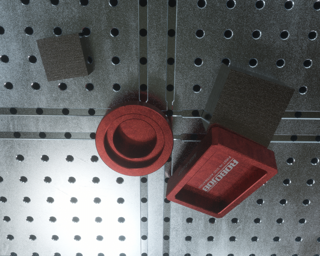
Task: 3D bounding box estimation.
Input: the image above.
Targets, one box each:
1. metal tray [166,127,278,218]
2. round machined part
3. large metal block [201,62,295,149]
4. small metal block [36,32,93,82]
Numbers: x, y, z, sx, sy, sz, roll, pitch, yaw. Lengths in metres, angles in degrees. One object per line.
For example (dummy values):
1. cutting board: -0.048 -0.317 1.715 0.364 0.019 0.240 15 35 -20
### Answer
1. metal tray: 0.076 0.064 0.406 0.090 0.030 0.129 23 131 -12
2. round machined part: -0.032 0.011 0.408 0.099 0.042 0.097 0 110 0
3. large metal block: 0.106 -0.029 0.390 0.080 0.050 0.079 16 109 -6
4. small metal block: -0.116 -0.088 0.380 0.050 0.025 0.050 -8 110 3
